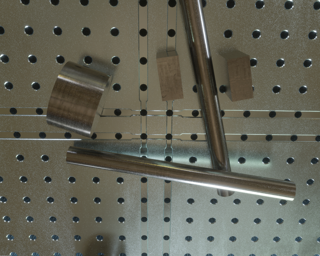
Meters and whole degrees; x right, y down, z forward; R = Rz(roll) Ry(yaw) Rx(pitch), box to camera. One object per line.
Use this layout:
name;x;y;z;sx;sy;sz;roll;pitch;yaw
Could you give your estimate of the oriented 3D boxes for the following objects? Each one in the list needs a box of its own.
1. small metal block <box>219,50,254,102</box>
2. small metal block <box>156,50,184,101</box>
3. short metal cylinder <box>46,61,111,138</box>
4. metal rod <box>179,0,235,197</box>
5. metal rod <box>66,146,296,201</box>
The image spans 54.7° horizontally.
small metal block;0.092;-0.064;0.377;0.025;0.050;0.050;-11;110;4
small metal block;0.012;-0.065;0.376;0.025;0.050;0.050;-8;110;3
short metal cylinder;-0.095;-0.034;0.371;0.050;0.080;0.079;19;109;-7
metal rod;0.061;-0.044;0.397;0.025;0.025;0.298;-13;110;4
metal rod;0.025;0.060;0.416;0.302;0.025;0.025;9;110;4
